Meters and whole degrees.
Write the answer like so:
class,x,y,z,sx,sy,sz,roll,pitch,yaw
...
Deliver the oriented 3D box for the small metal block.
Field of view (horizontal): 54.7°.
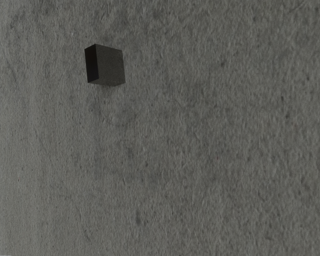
class,x,y,z,sx,sy,sz,roll,pitch,yaw
small metal block,-0.080,-0.090,0.452,0.025,0.050,0.050,-11,83,39
